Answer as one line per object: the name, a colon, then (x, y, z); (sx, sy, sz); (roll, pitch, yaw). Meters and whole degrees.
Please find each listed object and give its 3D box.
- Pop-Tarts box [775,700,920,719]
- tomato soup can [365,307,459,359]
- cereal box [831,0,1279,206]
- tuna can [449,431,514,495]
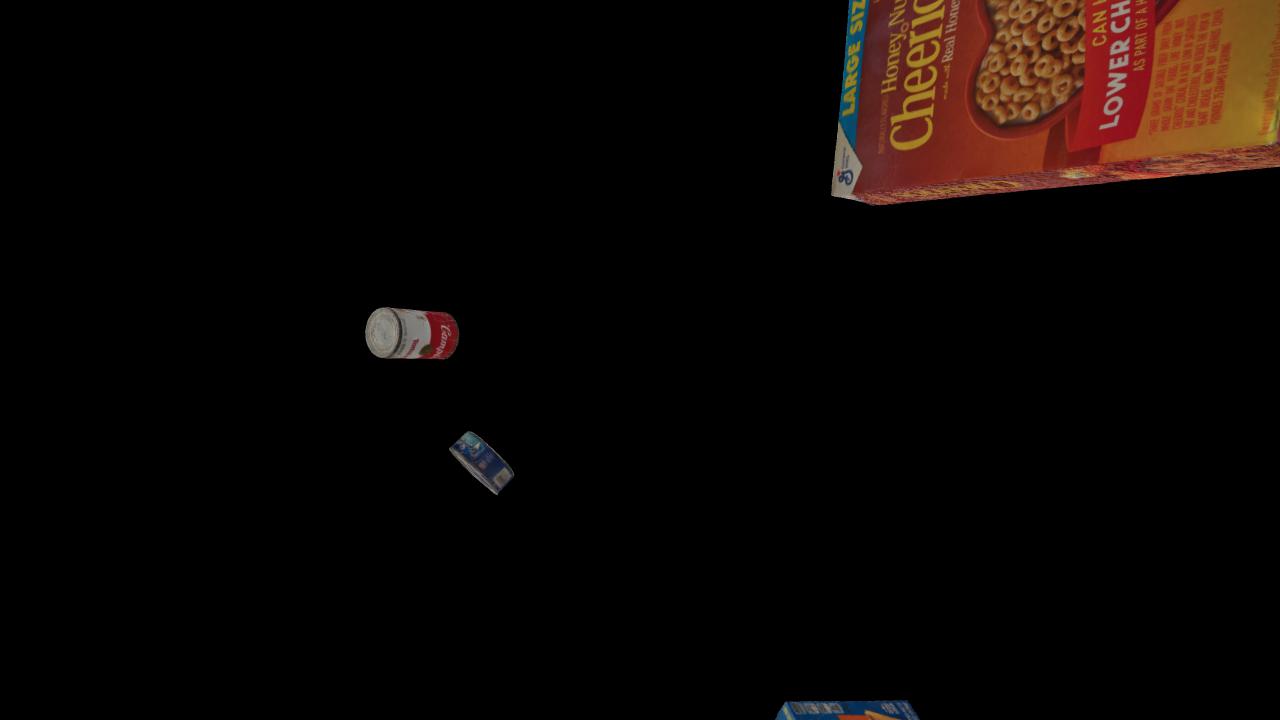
Pop-Tarts box: (0.195, 0.374, 0.496); (0.141, 0.083, 0.167); (11, 22, -20)
tomato soup can: (-0.305, -0.035, 0.826); (0.068, 0.068, 0.101); (0, -1, 30)
cereal box: (0.289, -0.231, 0.456); (0.081, 0.203, 0.306); (0, 8, -33)
tuna can: (-0.198, 0.129, 0.773); (0.034, 0.084, 0.084); (-46, 21, -21)
